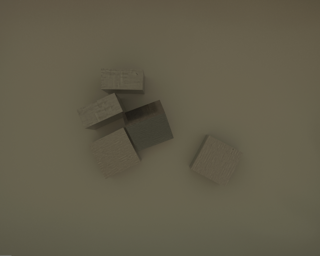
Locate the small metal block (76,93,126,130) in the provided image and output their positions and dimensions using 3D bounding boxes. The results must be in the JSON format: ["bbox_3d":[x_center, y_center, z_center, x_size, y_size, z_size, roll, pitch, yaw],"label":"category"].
[{"bbox_3d":[-0.072,-0.020,0.398,0.050,0.050,0.025,-24,87,0],"label":"small metal block"}]

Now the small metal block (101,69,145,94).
[{"bbox_3d":[-0.046,-0.059,0.398,0.050,0.050,0.025,1,90,0],"label":"small metal block"}]

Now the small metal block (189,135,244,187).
[{"bbox_3d":[0.074,0.043,0.412,0.050,0.025,0.050,28,90,0],"label":"small metal block"}]

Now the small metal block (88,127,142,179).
[{"bbox_3d":[-0.059,0.033,0.411,0.050,0.025,0.050,-27,90,0],"label":"small metal block"}]

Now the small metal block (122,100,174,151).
[{"bbox_3d":[-0.015,-0.002,0.397,0.050,0.050,0.025,-20,47,0],"label":"small metal block"}]
